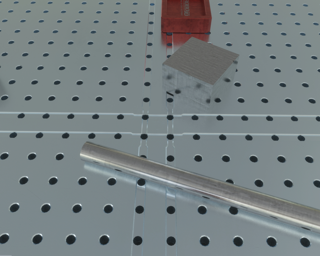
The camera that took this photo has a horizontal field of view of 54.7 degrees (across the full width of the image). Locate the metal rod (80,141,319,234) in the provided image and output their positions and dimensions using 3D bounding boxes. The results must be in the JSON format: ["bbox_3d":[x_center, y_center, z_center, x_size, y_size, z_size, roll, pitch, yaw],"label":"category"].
[{"bbox_3d":[0.050,0.067,0.351,0.301,0.025,0.025,15,52,12],"label":"metal rod"}]

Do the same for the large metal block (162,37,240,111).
[{"bbox_3d":[0.060,-0.083,0.461,0.080,0.050,0.080,28,55,21],"label":"large metal block"}]

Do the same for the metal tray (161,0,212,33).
[{"bbox_3d":[0.049,-0.234,0.601,0.091,0.030,0.130,1,50,1],"label":"metal tray"}]
